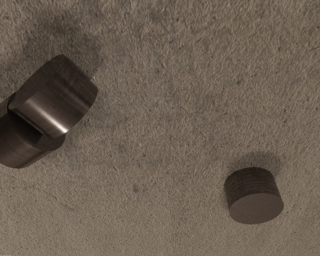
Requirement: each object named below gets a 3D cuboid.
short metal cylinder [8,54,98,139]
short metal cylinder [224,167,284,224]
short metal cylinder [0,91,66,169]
[{"bbox_3d":[-0.116,-0.035,0.340,0.080,0.080,0.050,-29,125,22],"label":"short metal cylinder"},{"bbox_3d":[0.145,0.107,0.484,0.081,0.050,0.079,0,130,0],"label":"short metal cylinder"},{"bbox_3d":[-0.162,0.002,0.370,0.050,0.080,0.080,-29,125,22],"label":"short metal cylinder"}]
